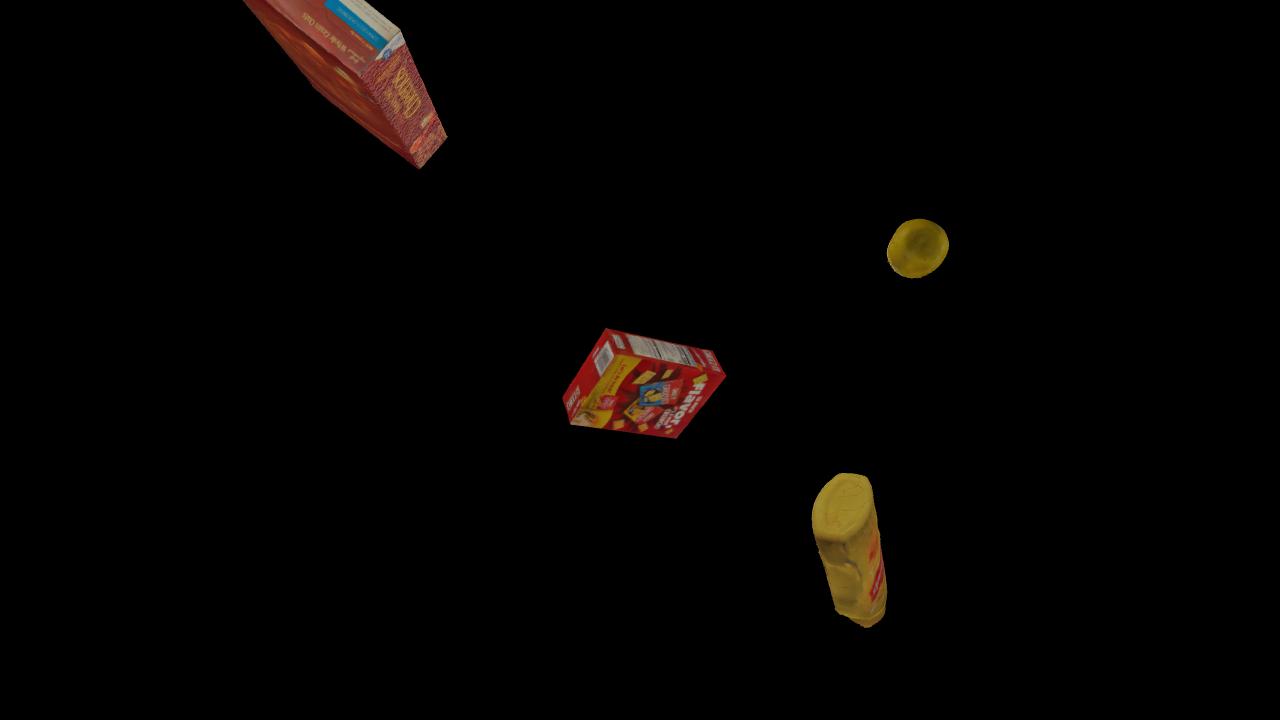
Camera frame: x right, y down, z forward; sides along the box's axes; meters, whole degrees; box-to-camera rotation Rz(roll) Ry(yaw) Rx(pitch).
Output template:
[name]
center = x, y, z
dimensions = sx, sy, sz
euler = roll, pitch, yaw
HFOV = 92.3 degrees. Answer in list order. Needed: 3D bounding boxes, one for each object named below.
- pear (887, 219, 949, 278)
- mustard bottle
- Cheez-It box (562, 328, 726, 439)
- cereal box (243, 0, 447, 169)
[pear]
center = 0.374, -0.151, 0.847
dimensions = 0.080, 0.080, 0.111
euler = 0, 6, 7
[mustard bottle]
center = 0.220, 0.211, 0.629
dimensions = 0.054, 0.184, 0.092
euler = -2, 33, 30
[Cheez-It box]
center = 0.008, 0.044, 1.015
dimensions = 0.223, 0.166, 0.071
euler = 11, 39, -33
[cereal box]
center = -0.370, -0.380, 0.782
dimensions = 0.203, 0.081, 0.306
euler = 38, -7, -5
